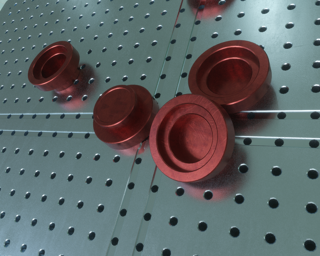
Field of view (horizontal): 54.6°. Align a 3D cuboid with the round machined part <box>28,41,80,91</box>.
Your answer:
[{"bbox_3d":[-0.186,-0.106,0.562,0.098,0.042,0.098,-13,56,21],"label":"round machined part"}]

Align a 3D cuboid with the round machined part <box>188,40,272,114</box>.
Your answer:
[{"bbox_3d":[0.089,-0.059,0.387,0.098,0.042,0.098,-13,56,21],"label":"round machined part"}]

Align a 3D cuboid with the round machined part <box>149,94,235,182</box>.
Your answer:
[{"bbox_3d":[0.039,0.013,0.356,0.098,0.042,0.098,-6,80,33],"label":"round machined part"}]

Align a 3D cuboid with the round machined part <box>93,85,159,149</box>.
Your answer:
[{"bbox_3d":[-0.055,-0.022,0.441,0.098,0.042,0.098,-13,56,21],"label":"round machined part"}]
